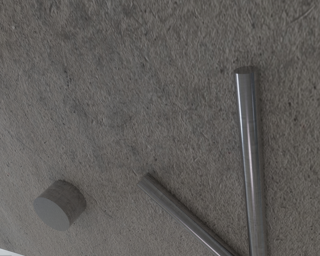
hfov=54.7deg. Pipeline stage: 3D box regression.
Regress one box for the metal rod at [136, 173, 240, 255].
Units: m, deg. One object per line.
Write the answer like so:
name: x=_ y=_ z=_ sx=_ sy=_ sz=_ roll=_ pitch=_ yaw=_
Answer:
metal rod: x=0.084 y=0.178 z=0.472 sx=0.300 sy=0.025 sz=0.025 roll=42 pitch=129 yaw=-1

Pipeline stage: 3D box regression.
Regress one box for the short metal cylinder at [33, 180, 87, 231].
short metal cylinder: x=-0.186 y=0.145 z=0.578 sx=0.080 sy=0.050 sz=0.079 roll=13 pitch=124 yaw=21

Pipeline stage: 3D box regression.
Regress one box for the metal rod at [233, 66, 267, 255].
metal rod: x=0.117 y=0.070 z=0.388 sx=0.025 sy=0.025 sz=0.298 roll=2 pitch=120 yaw=27
